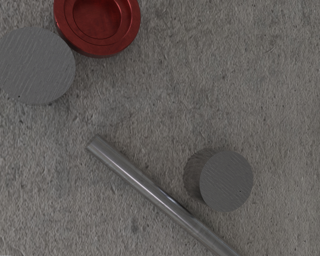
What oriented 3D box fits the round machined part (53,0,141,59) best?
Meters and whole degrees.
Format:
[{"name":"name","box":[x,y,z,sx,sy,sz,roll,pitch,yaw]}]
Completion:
[{"name":"round machined part","box":[-0.076,-0.132,0.372,0.099,0.042,0.097,0,90,-20]}]

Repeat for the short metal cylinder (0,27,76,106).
[{"name":"short metal cylinder","box":[-0.138,-0.065,0.345,0.081,0.050,0.079,0,90,-20]}]

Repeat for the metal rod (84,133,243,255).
[{"name":"metal rod","box":[0.023,0.113,0.417,0.300,0.025,0.025,42,77,-15]}]

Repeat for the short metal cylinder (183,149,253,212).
[{"name":"short metal cylinder","box":[0.079,0.069,0.425,0.081,0.050,0.079,0,90,-20]}]
